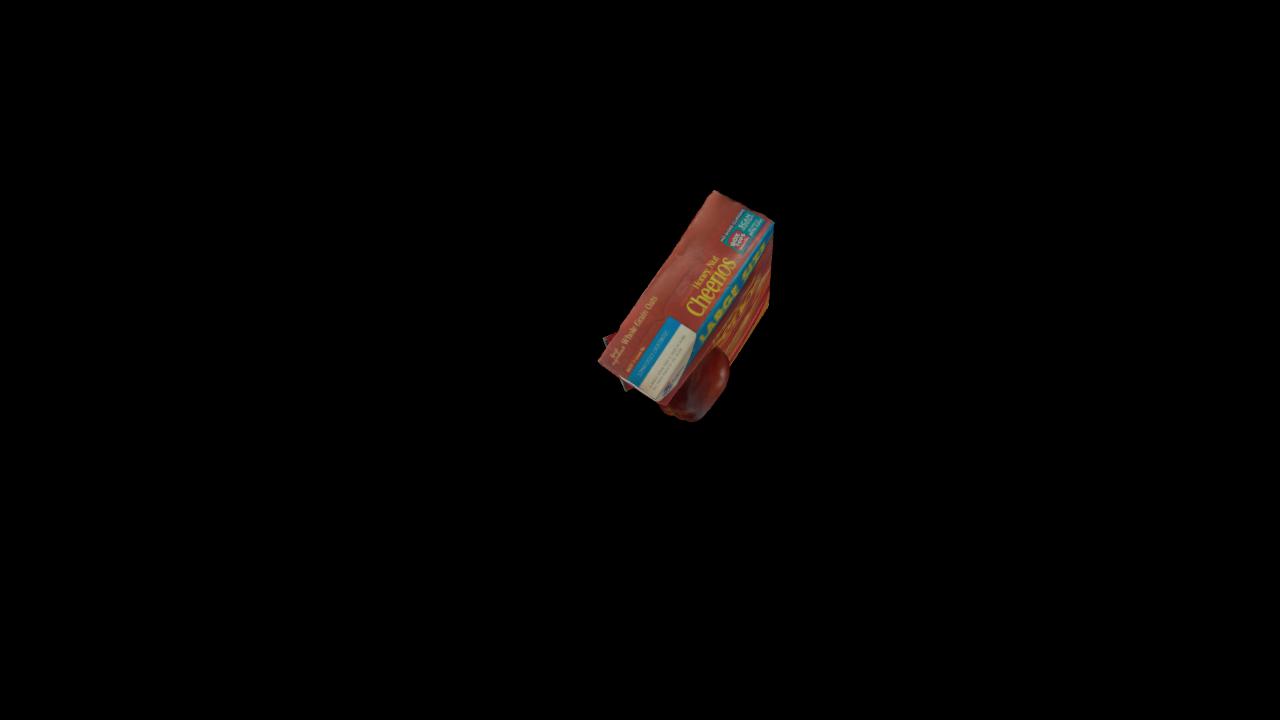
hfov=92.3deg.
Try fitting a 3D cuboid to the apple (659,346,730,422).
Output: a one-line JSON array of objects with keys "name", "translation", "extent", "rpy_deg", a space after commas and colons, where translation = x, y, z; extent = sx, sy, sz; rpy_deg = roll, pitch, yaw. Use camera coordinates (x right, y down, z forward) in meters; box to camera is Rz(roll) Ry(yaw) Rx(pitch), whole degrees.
[{"name": "apple", "translation": [0.053, 0.016, 0.650], "extent": [0.079, 0.093, 0.079], "rpy_deg": [23, -16, 7]}]

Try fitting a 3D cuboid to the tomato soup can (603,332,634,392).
[{"name": "tomato soup can", "translation": [0.017, -0.014, 0.699], "extent": [0.101, 0.068, 0.068], "rpy_deg": [-23, 2, -4]}]

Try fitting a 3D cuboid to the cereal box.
[{"name": "cereal box", "translation": [0.070, -0.038, 0.713], "extent": [0.081, 0.203, 0.306], "rpy_deg": [33, -3, 14]}]
